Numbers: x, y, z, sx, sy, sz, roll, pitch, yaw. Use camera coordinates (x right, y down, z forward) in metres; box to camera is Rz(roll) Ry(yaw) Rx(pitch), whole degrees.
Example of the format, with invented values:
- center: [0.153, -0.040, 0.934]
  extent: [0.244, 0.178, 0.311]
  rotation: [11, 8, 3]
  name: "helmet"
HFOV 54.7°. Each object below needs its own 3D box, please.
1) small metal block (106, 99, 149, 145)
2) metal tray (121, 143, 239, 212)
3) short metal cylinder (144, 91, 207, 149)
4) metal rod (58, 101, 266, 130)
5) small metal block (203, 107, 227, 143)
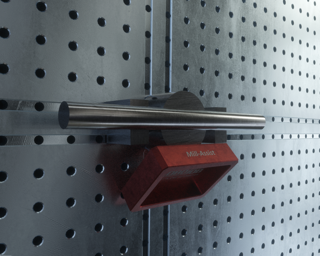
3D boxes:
- center: [-0.038, -0.007, 0.361]
  extent: [0.025, 0.050, 0.050]
  rotation: [-1, 91, -40]
  name: "small metal block"
- center: [0.027, 0.061, 0.393]
  extent: [0.131, 0.089, 0.030]
  rotation: [1, 47, -40]
  name: "metal tray"
- center: [0.015, -0.007, 0.405]
  extent: [0.081, 0.050, 0.080]
  rotation: [0, 90, -40]
  name: "short metal cylinder"
- center: [0.031, -0.010, 0.370]
  extent: [0.302, 0.025, 0.025]
  rotation: [1, 90, -40]
  name: "metal rod"
- center: [0.069, -0.004, 0.451]
  extent: [0.025, 0.050, 0.050]
  rotation: [-1, 91, -40]
  name: "small metal block"
